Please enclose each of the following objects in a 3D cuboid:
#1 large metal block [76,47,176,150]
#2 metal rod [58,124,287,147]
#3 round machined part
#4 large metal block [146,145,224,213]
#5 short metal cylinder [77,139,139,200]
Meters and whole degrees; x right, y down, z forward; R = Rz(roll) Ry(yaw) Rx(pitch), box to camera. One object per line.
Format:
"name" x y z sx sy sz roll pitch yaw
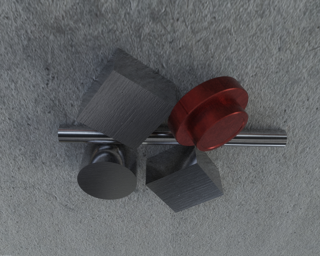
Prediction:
"large metal block" -0.038 -0.031 0.362 0.080 0.050 0.080 30 124 -23
"metal rod" 0.018 0.011 0.420 0.302 0.025 0.025 1 130 -2
"round machined part" 0.062 -0.009 0.360 0.099 0.042 0.098 -23 150 -14
"large metal block" 0.036 0.071 0.453 0.080 0.050 0.080 -26 126 20
"short metal cylinder" -0.072 0.057 0.440 0.081 0.050 0.079 0 130 0
